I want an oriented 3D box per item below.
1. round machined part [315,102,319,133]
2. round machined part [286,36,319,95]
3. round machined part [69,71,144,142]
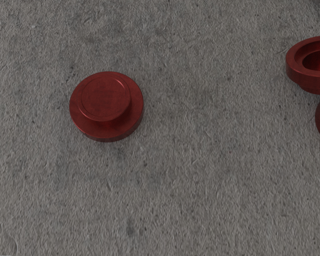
[{"bbox_3d":[0.263,-0.015,0.406,0.099,0.042,0.098,0,70,0],"label":"round machined part"},{"bbox_3d":[0.222,-0.081,0.415,0.098,0.042,0.098,-11,41,10],"label":"round machined part"},{"bbox_3d":[-0.071,-0.033,0.411,0.099,0.042,0.098,0,70,0],"label":"round machined part"}]
